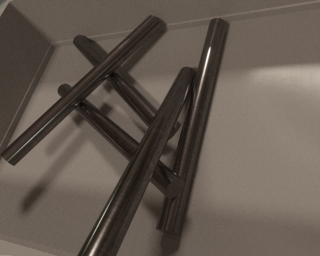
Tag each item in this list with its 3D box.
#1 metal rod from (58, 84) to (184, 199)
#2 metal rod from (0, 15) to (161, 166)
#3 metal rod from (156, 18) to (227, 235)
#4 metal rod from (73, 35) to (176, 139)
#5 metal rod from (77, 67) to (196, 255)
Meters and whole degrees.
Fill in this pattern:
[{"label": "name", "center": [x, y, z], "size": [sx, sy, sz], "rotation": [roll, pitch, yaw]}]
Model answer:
[{"label": "metal rod", "center": [-0.073, 0.000, 0.425], "size": [0.025, 0.025, 0.300], "rotation": [-49, 46, -6]}, {"label": "metal rod", "center": [-0.110, -0.062, 0.460], "size": [0.301, 0.025, 0.025], "rotation": [-46, 51, -12]}, {"label": "metal rod", "center": [0.046, -0.020, 0.392], "size": [0.025, 0.025, 0.300], "rotation": [2, 63, 29]}, {"label": "metal rod", "center": [-0.071, -0.078, 0.488], "size": [0.025, 0.025, 0.300], "rotation": [-42, 51, -1]}, {"label": "metal rod", "center": [-0.006, 0.015, 0.320], "size": [0.025, 0.025, 0.301], "rotation": [-5, 34, 25]}]
